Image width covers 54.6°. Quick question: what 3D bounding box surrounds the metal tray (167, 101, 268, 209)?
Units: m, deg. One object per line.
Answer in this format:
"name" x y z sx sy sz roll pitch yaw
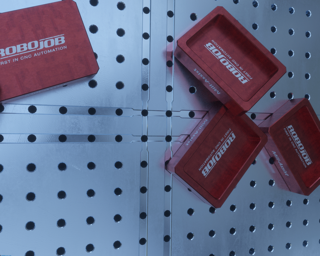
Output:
"metal tray" 0.083 0.035 0.440 0.090 0.030 0.130 43 77 -15

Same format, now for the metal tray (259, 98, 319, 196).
"metal tray" 0.221 0.029 0.490 0.090 0.030 0.130 -37 102 -16

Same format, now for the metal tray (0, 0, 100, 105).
"metal tray" -0.147 -0.086 0.356 0.131 0.030 0.090 -21 97 -19

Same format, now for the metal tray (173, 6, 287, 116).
"metal tray" 0.094 -0.092 0.423 0.130 0.030 0.090 45 75 4
